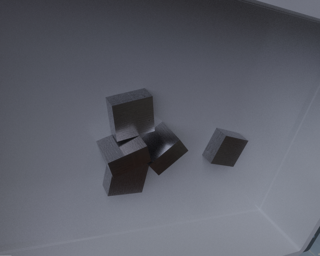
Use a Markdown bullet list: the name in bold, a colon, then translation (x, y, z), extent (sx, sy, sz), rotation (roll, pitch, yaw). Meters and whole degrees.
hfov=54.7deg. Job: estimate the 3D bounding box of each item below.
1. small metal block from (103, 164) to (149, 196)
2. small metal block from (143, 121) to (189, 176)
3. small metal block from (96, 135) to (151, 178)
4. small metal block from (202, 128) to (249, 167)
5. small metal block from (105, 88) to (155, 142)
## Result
- **small metal block**: translation (-0.047, 0.063, 0.424), extent (0.050, 0.025, 0.050), rotation (0, 119, -29)
- **small metal block**: translation (0.001, 0.026, 0.411), extent (0.050, 0.050, 0.025), rotation (-40, 130, -2)
- **small metal block**: translation (-0.046, 0.029, 0.387), extent (0.050, 0.050, 0.025), rotation (-23, 127, -15)
- **small metal block**: translation (0.102, 0.031, 0.486), extent (0.050, 0.025, 0.050), rotation (12, 112, -34)
- **small metal block**: translation (-0.036, -0.016, 0.380), extent (0.050, 0.025, 0.050), rotation (-16, 125, -20)
